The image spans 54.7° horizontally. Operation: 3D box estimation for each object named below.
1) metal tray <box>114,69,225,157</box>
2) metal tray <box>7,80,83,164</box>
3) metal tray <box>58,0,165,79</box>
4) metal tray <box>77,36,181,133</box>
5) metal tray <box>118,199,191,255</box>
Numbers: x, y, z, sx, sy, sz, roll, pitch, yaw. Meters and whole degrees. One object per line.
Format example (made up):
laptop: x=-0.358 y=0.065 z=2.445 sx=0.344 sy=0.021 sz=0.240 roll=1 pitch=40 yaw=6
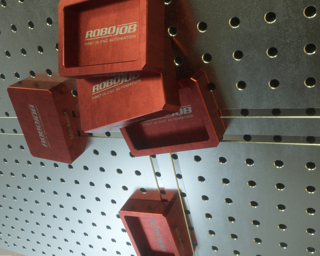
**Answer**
metal tray: x=0.006 y=-0.014 z=0.394 sx=0.130 sy=0.030 sz=0.090 roll=-10 pitch=114 yaw=32
metal tray: x=-0.181 y=-0.009 z=0.495 sx=0.090 sy=0.030 sz=0.129 roll=7 pitch=122 yaw=24
metal tray: x=-0.057 y=-0.103 z=0.339 sx=0.130 sy=0.030 sz=0.089 roll=3 pitch=93 yaw=34
metal tray: x=-0.043 y=-0.050 z=0.369 sx=0.130 sy=0.030 sz=0.090 roll=-14 pitch=79 yaw=34
metal tray: x=-0.007 y=0.182 z=0.522 sx=0.090 sy=0.030 sz=0.129 roll=-4 pitch=117 yaw=29
